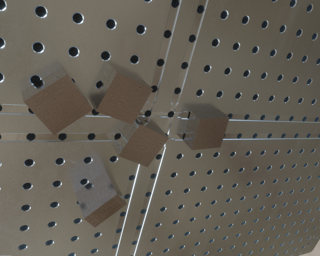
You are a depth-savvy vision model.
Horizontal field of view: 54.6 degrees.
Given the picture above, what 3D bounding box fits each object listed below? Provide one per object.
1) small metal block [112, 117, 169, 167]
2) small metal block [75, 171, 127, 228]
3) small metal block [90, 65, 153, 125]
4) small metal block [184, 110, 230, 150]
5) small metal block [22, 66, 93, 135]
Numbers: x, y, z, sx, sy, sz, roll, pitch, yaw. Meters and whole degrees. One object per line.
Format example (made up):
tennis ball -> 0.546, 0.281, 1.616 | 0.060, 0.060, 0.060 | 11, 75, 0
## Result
small metal block -> -0.025, 0.018, 0.408 | 0.050, 0.025, 0.050 | 27, 103, -37
small metal block -> -0.078, 0.093, 0.409 | 0.050, 0.050, 0.025 | -36, 129, -4
small metal block -> -0.045, -0.038, 0.363 | 0.050, 0.025, 0.050 | 21, 107, -36
small metal block -> 0.067, 0.002, 0.448 | 0.050, 0.025, 0.050 | -3, 120, -27
small metal block -> -0.109, -0.029, 0.333 | 0.050, 0.025, 0.050 | -34, 129, -6
